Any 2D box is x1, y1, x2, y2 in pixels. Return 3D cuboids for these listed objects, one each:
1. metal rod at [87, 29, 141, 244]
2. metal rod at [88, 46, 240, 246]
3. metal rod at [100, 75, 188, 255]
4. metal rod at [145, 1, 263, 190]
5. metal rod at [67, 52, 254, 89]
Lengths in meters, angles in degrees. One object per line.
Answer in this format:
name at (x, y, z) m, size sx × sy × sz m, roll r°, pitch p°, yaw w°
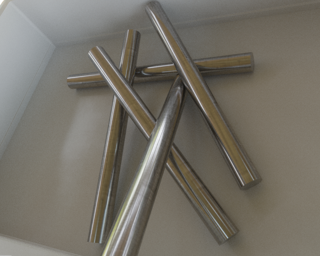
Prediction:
metal rod at (-0.057, -0.004, 0.416) m, size 0.025 × 0.025 × 0.299 m, roll -5°, pitch 66°, yaw 25°
metal rod at (-0.011, 0.001, 0.372) m, size 0.025 × 0.025 × 0.300 m, roll -38°, pitch 63°, yaw 3°
metal rod at (-0.002, 0.022, 0.311) m, size 0.025 × 0.025 × 0.301 m, roll -10°, pitch 31°, yaw 22°
metal rod at (0.042, -0.061, 0.393) m, size 0.025 × 0.025 × 0.299 m, roll -29°, pitch 60°, yaw 9°
metal rod at (-0.016, -0.081, 0.462) m, size 0.300 × 0.025 × 0.025 m, roll -1°, pitch 61°, yaw 27°
